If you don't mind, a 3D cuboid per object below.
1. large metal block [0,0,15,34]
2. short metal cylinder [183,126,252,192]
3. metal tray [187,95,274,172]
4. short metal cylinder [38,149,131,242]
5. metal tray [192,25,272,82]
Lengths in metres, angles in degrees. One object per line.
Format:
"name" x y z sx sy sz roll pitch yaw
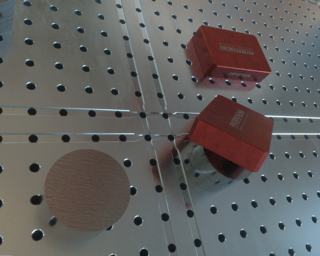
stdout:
"large metal block" -0.231 -0.144 0.356 0.080 0.050 0.080 42 51 0
"short metal cylinder" 0.078 0.039 0.410 0.081 0.050 0.080 14 56 -21
"metal tray" 0.099 0.001 0.410 0.090 0.030 0.131 28 26 12
"short metal cylinder" -0.076 0.068 0.310 0.081 0.050 0.080 14 56 -21
"metal tray" 0.129 -0.131 0.554 0.131 0.030 0.090 0 62 -28
